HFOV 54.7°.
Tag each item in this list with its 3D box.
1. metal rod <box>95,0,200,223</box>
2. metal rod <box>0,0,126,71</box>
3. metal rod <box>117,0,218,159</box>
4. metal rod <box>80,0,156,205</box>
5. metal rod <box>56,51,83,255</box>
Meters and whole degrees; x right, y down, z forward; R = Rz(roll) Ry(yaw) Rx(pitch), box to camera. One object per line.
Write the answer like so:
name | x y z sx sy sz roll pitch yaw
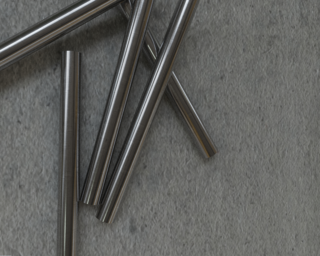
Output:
metal rod | -0.015 -0.026 0.385 0.025 0.025 0.299 21 90 -19
metal rod | -0.160 -0.084 0.336 0.301 0.025 0.025 -35 102 -12
metal rod | -0.003 -0.091 0.408 0.025 0.025 0.299 -34 101 -17
metal rod | -0.046 -0.054 0.375 0.025 0.025 0.298 15 91 -20
metal rod | -0.108 0.060 0.369 0.025 0.025 0.298 1 90 -20
